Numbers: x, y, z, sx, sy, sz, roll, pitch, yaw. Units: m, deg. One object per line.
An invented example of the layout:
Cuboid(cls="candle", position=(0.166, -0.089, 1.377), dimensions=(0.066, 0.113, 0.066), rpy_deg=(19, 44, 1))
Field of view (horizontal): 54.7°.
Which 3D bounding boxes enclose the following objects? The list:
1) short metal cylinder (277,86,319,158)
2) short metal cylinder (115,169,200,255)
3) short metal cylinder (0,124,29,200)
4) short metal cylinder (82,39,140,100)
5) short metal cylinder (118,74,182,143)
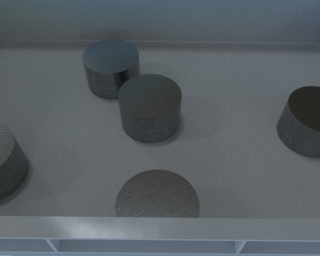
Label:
Cuboid(cls="short metal cylinder", position=(0.199, -0.008, 0.399), dimensions=(0.081, 0.050, 0.080), rpy_deg=(0, 50, 0))
Cuboid(cls="short metal cylinder", position=(-0.003, 0.089, 0.314), dimensions=(0.081, 0.050, 0.080), rpy_deg=(0, 50, 0))
Cuboid(cls="short metal cylinder", position=(-0.200, 0.039, 0.353), dimensions=(0.081, 0.050, 0.080), rpy_deg=(0, 50, 0))
Cuboid(cls="short metal cylinder", position=(-0.070, -0.088, 0.462), dimensions=(0.081, 0.050, 0.080), rpy_deg=(0, 50, 0))
Cuboid(cls="short metal cylinder", position=(-0.013, -0.027, 0.411), dimensions=(0.081, 0.050, 0.080), rpy_deg=(0, 50, 0))
